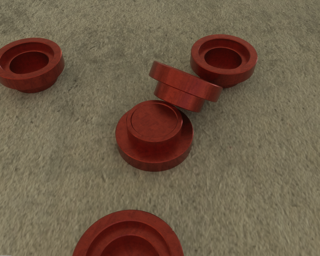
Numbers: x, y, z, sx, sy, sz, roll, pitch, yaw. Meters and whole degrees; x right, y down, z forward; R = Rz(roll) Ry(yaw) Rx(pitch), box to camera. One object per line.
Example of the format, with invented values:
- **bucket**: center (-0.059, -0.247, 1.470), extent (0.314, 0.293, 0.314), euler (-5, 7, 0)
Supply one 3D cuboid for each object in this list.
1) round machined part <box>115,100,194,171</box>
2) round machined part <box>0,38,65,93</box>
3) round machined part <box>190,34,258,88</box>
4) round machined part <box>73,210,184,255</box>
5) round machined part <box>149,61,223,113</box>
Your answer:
- **round machined part**: center (-0.007, 0.002, 0.390), extent (0.099, 0.042, 0.098), euler (0, 50, 0)
- **round machined part**: center (-0.193, -0.090, 0.465), extent (0.099, 0.042, 0.098), euler (0, 50, 0)
- **round machined part**: center (0.096, -0.099, 0.476), extent (0.099, 0.042, 0.098), euler (0, 50, 0)
- **round machined part**: center (-0.028, 0.129, 0.283), extent (0.099, 0.042, 0.098), euler (0, 50, 0)
- **round machined part**: center (0.030, -0.053, 0.415), extent (0.099, 0.042, 0.098), euler (21, 12, -4)
